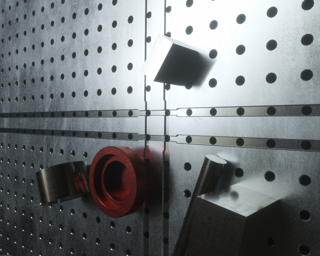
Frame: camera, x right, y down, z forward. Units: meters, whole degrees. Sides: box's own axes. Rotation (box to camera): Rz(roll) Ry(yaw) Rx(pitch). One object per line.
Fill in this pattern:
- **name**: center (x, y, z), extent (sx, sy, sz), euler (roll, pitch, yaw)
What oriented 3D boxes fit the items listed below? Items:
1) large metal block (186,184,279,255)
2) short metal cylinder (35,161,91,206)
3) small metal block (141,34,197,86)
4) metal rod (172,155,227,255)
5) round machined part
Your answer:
- **large metal block**: center (0.073, 0.108, 0.312), extent (0.050, 0.081, 0.079), euler (15, 100, 39)
- **short metal cylinder**: center (-0.153, 0.089, 0.496), extent (0.080, 0.081, 0.050), euler (-26, 74, 37)
- **small metal block**: center (0.011, -0.083, 0.382), extent (0.025, 0.050, 0.050), euler (43, 116, 31)
- **metal rod**: center (0.023, 0.175, 0.388), extent (0.025, 0.025, 0.298), euler (26, 106, 36)
- **round machined part**: center (-0.053, 0.074, 0.440), extent (0.098, 0.042, 0.097), euler (0, 90, 39)
